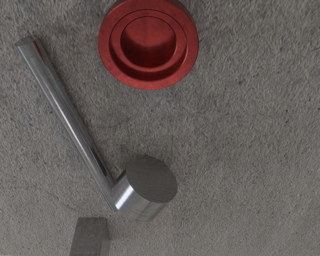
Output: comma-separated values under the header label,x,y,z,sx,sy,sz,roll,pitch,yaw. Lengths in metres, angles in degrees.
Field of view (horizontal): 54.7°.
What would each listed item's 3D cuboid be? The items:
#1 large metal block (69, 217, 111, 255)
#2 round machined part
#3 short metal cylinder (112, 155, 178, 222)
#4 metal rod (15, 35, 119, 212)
label,x,y,z,sx,sy,sz,roll,pitch,yaw
large metal block,-0.123,0.218,0.556,0.050,0.080,0.079,-1,130,0
round machined part,-0.011,-0.091,0.318,0.099,0.042,0.097,0,130,0
short metal cylinder,-0.022,0.086,0.444,0.080,0.080,0.050,22,127,-18
metal rod,-0.106,0.018,0.421,0.025,0.025,0.299,-11,130,9
